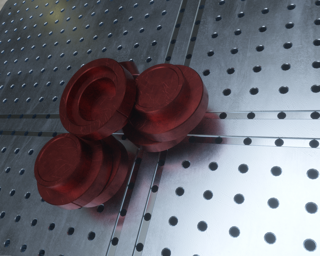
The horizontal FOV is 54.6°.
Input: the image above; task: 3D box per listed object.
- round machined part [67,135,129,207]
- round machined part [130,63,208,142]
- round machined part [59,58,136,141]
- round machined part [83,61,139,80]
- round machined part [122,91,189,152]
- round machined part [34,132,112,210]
[{"bbox_3d":[-0.093,0.047,0.392,0.098,0.042,0.098,-13,56,21],"label":"round machined part"},{"bbox_3d":[0.003,-0.037,0.364,0.098,0.042,0.098,-13,55,20],"label":"round machined part"},{"bbox_3d":[-0.069,-0.031,0.371,0.098,0.042,0.098,-12,64,27],"label":"round machined part"},{"bbox_3d":[-0.072,-0.054,0.445,0.098,0.098,0.042,-25,88,13],"label":"round machined part"},{"bbox_3d":[-0.007,-0.023,0.389,0.098,0.042,0.098,-13,56,21],"label":"round machined part"},{"bbox_3d":[-0.111,0.045,0.374,0.098,0.042,0.098,-13,56,21],"label":"round machined part"}]
